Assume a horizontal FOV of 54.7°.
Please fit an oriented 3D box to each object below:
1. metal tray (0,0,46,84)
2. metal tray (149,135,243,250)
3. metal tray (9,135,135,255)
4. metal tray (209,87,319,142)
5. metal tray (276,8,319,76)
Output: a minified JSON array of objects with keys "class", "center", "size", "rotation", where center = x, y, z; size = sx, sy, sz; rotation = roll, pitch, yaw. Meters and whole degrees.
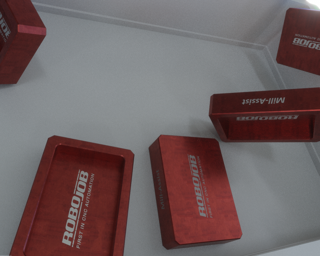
[{"class":"metal tray","center":[-0.181,-0.124,0.338],"size":[0.030,0.090,0.130],"rotation":[-13,67,-53]},{"class":"metal tray","center":[0.041,0.074,0.379],"size":[0.091,0.030,0.130],"rotation":[5,60,-26]},{"class":"metal tray","center":[-0.077,0.074,0.298],"size":[0.091,0.030,0.130],"rotation":[12,50,-12]},{"class":"metal tray","center":[0.138,-0.012,0.401],"size":[0.090,0.130,0.030],"rotation":[50,44,-56]},{"class":"metal tray","center":[0.246,-0.130,0.473],"size":[0.030,0.089,0.130],"rotation":[-11,29,-28]}]
